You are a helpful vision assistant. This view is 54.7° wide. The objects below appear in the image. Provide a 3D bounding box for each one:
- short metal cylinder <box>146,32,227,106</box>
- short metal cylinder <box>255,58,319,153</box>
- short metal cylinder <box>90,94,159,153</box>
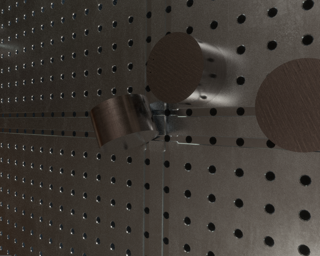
[{"bbox_3d":[0.031,-0.067,0.366,0.080,0.050,0.079,0,90,39],"label":"short metal cylinder"},{"bbox_3d":[0.135,-0.019,0.281,0.080,0.050,0.079,0,90,39],"label":"short metal cylinder"},{"bbox_3d":[-0.047,-0.005,0.410,0.080,0.081,0.050,-29,72,36],"label":"short metal cylinder"}]
